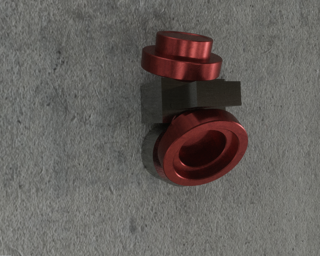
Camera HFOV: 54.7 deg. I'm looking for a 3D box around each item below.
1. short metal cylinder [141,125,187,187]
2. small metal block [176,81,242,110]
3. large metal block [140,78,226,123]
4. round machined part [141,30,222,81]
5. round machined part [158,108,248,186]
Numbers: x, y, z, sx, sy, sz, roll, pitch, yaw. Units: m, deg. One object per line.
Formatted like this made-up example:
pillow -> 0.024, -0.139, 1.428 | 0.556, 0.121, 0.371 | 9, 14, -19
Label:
short metal cylinder -> 0.020, 0.033, 0.407 | 0.081, 0.050, 0.079 | 0, 90, -21
small metal block -> 0.051, -0.034, 0.331 | 0.050, 0.050, 0.025 | -3, 91, -20
large metal block -> 0.026, -0.032, 0.391 | 0.081, 0.080, 0.050 | -2, 91, -20
round machined part -> 0.027, -0.092, 0.378 | 0.099, 0.098, 0.042 | -2, 116, -20
round machined part -> 0.044, 0.017, 0.348 | 0.099, 0.042, 0.097 | -11, 132, -13
